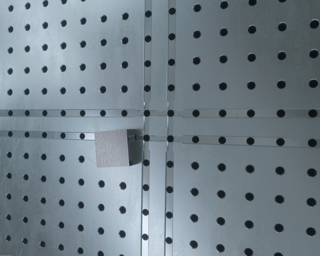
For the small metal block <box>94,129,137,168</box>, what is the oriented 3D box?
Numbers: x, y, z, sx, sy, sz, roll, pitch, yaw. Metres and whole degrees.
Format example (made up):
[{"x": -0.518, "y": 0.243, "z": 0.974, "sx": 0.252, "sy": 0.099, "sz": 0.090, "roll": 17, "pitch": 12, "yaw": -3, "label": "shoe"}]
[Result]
[{"x": -0.062, "y": 0.028, "z": 0.435, "sx": 0.050, "sy": 0.025, "sz": 0.050, "roll": -5, "pitch": 88, "yaw": 20, "label": "small metal block"}]
